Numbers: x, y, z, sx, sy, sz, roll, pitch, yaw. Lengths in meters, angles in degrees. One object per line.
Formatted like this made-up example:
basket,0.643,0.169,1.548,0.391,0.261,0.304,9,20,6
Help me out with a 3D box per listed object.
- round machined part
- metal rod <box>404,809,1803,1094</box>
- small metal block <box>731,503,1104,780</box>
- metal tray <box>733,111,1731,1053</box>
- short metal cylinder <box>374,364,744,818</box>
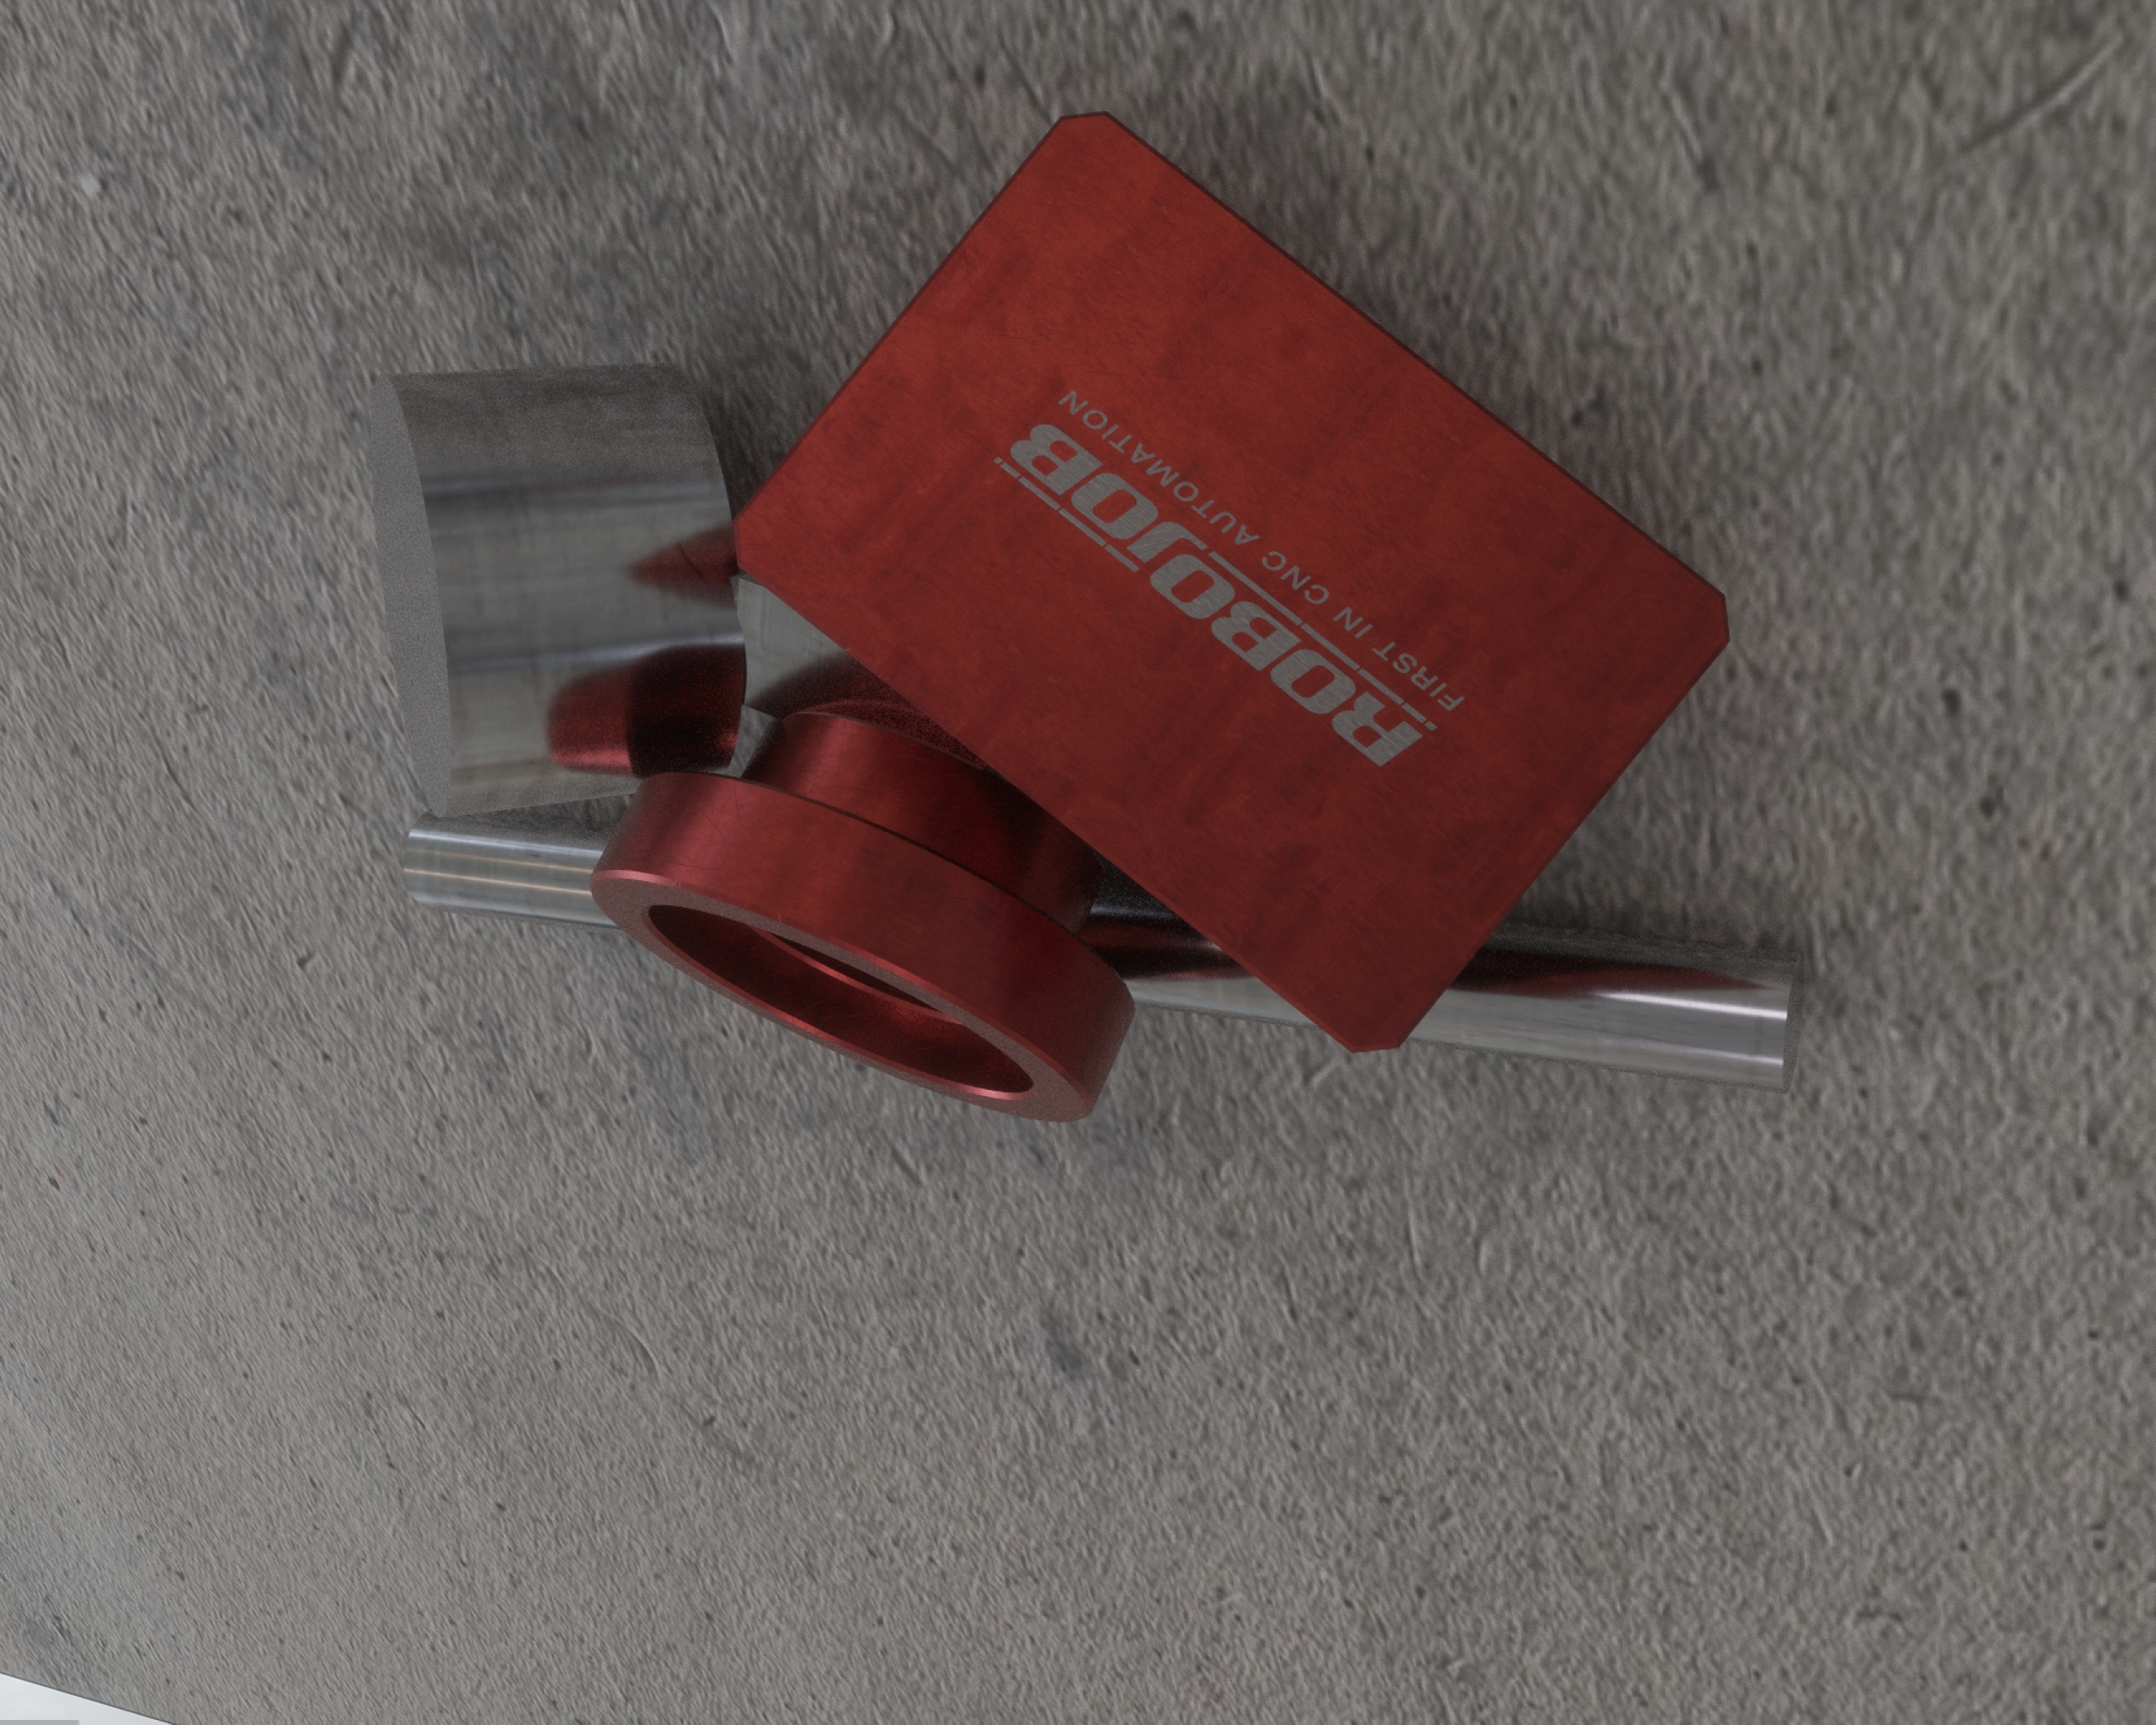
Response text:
round machined part,-0.034,0.007,0.380,0.098,0.042,0.098,22,163,7
metal rod,-0.012,0.013,0.423,0.301,0.025,0.025,6,121,25
small metal block,-0.027,-0.042,0.378,0.050,0.050,0.025,22,127,15
metal tray,0.024,-0.043,0.333,0.130,0.030,0.090,39,90,1
short metal cylinder,-0.098,-0.051,0.387,0.080,0.050,0.080,172,90,-66
